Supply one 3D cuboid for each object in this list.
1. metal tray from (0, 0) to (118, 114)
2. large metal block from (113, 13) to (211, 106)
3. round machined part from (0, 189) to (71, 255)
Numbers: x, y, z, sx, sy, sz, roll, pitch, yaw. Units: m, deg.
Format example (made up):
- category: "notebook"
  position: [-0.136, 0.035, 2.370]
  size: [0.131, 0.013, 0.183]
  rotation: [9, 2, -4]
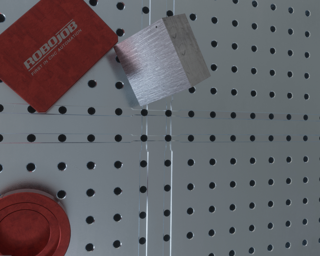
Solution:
- category: "metal tray"
  position: [-0.125, -0.092, 0.363]
  size: [0.090, 0.030, 0.130]
  rotation: [45, 76, -14]
- category: "large metal block"
  position: [0.002, -0.081, 0.376]
  size: [0.050, 0.080, 0.080]
  rotation: [-35, 104, -49]
- category: "round machined part"
  position: [-0.153, 0.117, 0.347]
  size: [0.099, 0.042, 0.097]
  rotation: [0, 90, -20]
